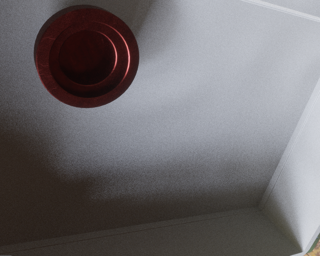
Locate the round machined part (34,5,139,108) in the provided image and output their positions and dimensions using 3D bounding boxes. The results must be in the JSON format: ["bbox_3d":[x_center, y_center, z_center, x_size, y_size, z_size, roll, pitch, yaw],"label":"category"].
[{"bbox_3d":[-0.074,-0.073,0.312,0.099,0.042,0.097,-14,124,-21],"label":"round machined part"}]
